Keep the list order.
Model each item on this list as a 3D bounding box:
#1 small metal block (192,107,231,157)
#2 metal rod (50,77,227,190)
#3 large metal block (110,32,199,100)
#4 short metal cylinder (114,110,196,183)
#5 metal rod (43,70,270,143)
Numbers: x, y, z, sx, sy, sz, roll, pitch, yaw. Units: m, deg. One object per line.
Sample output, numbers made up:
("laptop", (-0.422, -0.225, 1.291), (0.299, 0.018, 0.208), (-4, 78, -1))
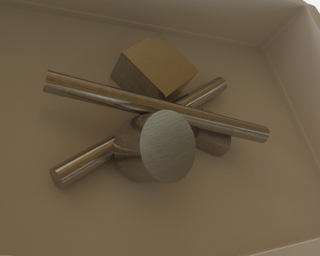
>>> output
("small metal block", (0.073, 0.006, 0.439), (0.050, 0.025, 0.050), (24, 53, -14))
("metal rod", (-0.004, -0.010, 0.408), (0.302, 0.025, 0.025), (-31, 79, -38))
("large metal block", (-0.007, -0.076, 0.431), (0.080, 0.050, 0.080), (46, 51, 3))
("short metal cylinder", (-0.005, 0.022, 0.355), (0.081, 0.050, 0.080), (7, 79, -39))
("metal rod", (0.012, -0.021, 0.392), (0.302, 0.025, 0.025), (13, 57, -22))
